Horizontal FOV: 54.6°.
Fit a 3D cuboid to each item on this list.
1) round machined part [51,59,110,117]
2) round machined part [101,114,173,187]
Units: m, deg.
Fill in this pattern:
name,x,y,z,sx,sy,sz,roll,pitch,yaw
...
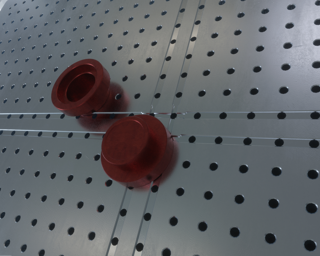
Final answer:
name,x,y,z,sx,sy,sz,roll,pitch,yaw
round machined part,-0.122,-0.060,0.500,0.098,0.042,0.098,-13,56,21
round machined part,-0.036,0.024,0.403,0.098,0.042,0.098,-13,56,21
